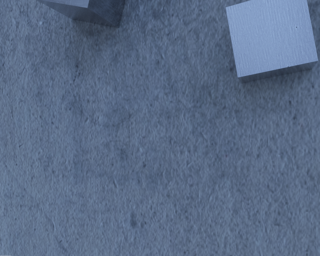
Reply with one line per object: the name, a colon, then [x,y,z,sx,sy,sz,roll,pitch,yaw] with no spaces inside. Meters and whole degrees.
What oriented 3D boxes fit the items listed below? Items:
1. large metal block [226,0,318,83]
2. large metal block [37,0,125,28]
large metal block: [0.125,-0.101,0.352,0.080,0.050,0.080,-10,87,19]
large metal block: [-0.103,-0.177,0.415,0.080,0.080,0.050,16,96,19]
